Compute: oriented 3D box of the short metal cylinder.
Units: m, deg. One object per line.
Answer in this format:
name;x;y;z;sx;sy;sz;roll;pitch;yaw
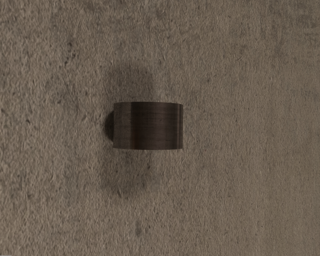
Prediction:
short metal cylinder;-0.014;-0.002;0.359;0.081;0.080;0.050;1;90;-40
